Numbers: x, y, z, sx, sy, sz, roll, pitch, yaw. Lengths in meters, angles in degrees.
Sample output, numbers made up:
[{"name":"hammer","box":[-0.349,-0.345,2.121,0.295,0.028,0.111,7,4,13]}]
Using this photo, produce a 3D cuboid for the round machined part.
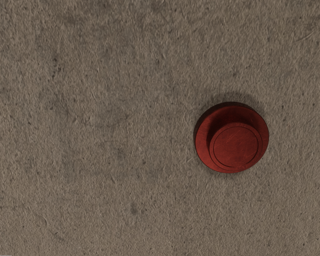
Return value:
[{"name":"round machined part","box":[0.095,0.018,0.409,0.099,0.042,0.097,0,110,-1]}]
